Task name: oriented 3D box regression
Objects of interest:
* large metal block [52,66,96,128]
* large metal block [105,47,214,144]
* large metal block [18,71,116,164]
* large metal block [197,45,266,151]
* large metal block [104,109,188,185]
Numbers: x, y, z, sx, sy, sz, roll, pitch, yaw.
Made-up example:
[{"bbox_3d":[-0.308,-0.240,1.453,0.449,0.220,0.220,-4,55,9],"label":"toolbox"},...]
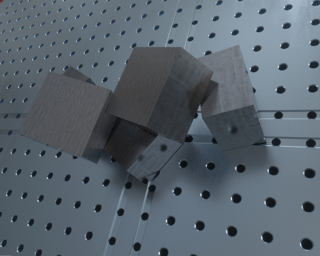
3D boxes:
[{"bbox_3d":[-0.119,-0.028,0.450,0.050,0.080,0.080,34,81,38],"label":"large metal block"},{"bbox_3d":[-0.003,-0.037,0.326,0.080,0.050,0.080,19,84,51],"label":"large metal block"},{"bbox_3d":[-0.103,-0.011,0.367,0.080,0.050,0.080,18,77,13],"label":"large metal block"},{"bbox_3d":[0.080,-0.031,0.349,0.050,0.080,0.080,-15,56,19],"label":"large metal block"},{"bbox_3d":[-0.026,0.011,0.397,0.080,0.050,0.080,-48,52,-6],"label":"large metal block"}]
